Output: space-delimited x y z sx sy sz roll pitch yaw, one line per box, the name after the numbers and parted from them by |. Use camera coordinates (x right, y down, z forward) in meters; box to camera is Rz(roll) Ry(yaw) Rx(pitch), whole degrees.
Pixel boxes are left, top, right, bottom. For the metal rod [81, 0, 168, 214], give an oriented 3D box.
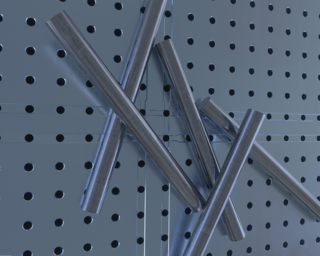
-0.042 -0.041 0.397 0.025 0.025 0.299 19 83 -20 | metal rod

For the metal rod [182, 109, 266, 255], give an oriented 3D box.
0.070 0.115 0.418 0.025 0.025 0.299 24 90 -19 | metal rod

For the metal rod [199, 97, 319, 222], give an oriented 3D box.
0.171 0.059 0.477 0.300 0.025 0.025 41 77 -16 | metal rod

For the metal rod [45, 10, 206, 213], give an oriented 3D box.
-0.028 -0.003 0.378 0.025 0.025 0.299 -42 113 -15 | metal rod

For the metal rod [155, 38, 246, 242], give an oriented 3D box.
0.059 0.022 0.435 0.025 0.025 0.299 -24 98 -19 | metal rod
